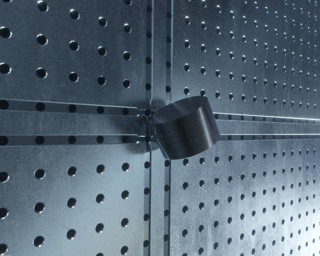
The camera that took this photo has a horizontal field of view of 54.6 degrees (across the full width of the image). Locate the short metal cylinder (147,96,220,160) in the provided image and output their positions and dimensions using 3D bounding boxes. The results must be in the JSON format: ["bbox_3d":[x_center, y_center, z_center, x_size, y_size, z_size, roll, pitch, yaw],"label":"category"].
[{"bbox_3d":[0.031,-0.002,0.397,0.080,0.080,0.050,-35,111,-34],"label":"short metal cylinder"}]
